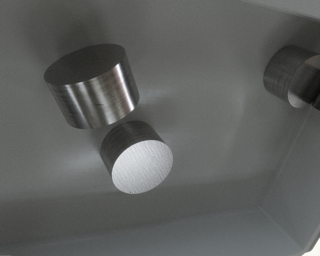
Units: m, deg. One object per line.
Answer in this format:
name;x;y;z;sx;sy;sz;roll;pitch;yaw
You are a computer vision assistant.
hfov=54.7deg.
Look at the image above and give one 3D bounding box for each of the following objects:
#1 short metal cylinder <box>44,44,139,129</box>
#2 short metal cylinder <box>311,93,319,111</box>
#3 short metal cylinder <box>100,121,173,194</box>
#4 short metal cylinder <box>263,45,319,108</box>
short metal cylinder;-0.066;-0.043;0.310;0.080;0.080;0.050;-26;128;-13
short metal cylinder;0.263;-0.034;0.431;0.081;0.080;0.050;13;112;-34
short metal cylinder;-0.030;0.037;0.399;0.081;0.050;0.079;-14;124;-21
short metal cylinder;0.201;-0.076;0.455;0.081;0.050;0.079;-14;124;-21
